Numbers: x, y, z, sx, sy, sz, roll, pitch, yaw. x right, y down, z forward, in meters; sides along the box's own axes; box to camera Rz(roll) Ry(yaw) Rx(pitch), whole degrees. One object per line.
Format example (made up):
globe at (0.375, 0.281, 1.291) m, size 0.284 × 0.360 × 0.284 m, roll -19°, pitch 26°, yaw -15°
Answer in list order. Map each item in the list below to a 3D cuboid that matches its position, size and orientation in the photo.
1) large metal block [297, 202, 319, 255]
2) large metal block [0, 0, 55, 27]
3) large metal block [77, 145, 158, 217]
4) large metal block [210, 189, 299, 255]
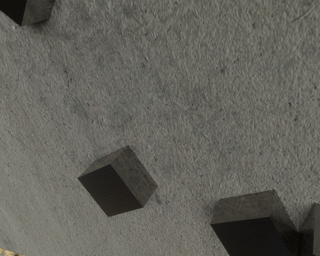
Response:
large metal block at (0.207, 0.144, 0.351) m, size 0.080 × 0.080 × 0.050 m, roll 20°, pitch 126°, yaw 16°
large metal block at (-0.169, -0.183, 0.367) m, size 0.080 × 0.050 × 0.080 m, roll 39°, pitch 129°, yaw 2°
large metal block at (-0.065, 0.083, 0.476) m, size 0.080 × 0.050 × 0.080 m, roll -26°, pitch 105°, yaw 37°
large metal block at (0.126, 0.134, 0.407) m, size 0.080 × 0.050 × 0.080 m, roll -21°, pitch 108°, yaw 36°
